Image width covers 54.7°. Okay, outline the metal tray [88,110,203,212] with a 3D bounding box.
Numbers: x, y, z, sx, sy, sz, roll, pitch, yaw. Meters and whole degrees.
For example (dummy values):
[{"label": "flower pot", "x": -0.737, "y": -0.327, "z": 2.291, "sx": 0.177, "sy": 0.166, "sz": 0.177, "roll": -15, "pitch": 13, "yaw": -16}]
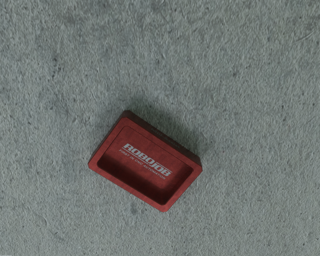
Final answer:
[{"label": "metal tray", "x": -0.019, "y": 0.047, "z": 0.426, "sx": 0.130, "sy": 0.030, "sz": 0.090, "roll": 34, "pitch": 106, "yaw": -12}]
